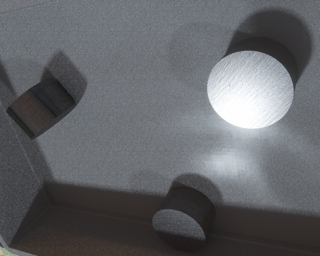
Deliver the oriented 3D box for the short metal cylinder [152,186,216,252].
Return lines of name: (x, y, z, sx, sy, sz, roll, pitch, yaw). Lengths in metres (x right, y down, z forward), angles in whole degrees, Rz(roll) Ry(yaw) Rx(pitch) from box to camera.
short metal cylinder: (0.036, 0.133, 0.456, 0.080, 0.050, 0.079, 13, 124, 21)

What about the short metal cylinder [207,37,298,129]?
short metal cylinder: (0.094, -0.046, 0.314, 0.080, 0.050, 0.079, 13, 124, 21)

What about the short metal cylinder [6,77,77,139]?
short metal cylinder: (-0.168, -0.028, 0.445, 0.080, 0.080, 0.050, -33, 100, 38)
